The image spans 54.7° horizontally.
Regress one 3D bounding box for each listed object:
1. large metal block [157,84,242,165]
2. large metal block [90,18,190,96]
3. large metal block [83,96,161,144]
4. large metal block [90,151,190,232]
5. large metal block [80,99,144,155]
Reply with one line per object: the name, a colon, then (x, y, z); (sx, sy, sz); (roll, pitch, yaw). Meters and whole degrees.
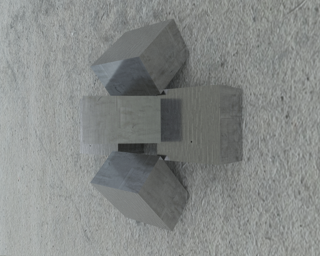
large metal block: (0.044, -0.004, 0.349); (0.080, 0.050, 0.079); (0, 90, 39)
large metal block: (-0.023, -0.083, 0.380); (0.080, 0.080, 0.050); (0, 134, 40)
large metal block: (-0.043, -0.009, 0.362); (0.080, 0.081, 0.050); (179, 90, -84)
large metal block: (-0.023, 0.075, 0.380); (0.080, 0.080, 0.050); (2, 48, 40)
large metal block: (-0.069, -0.003, 0.445); (0.080, 0.050, 0.079); (0, 90, 39)
